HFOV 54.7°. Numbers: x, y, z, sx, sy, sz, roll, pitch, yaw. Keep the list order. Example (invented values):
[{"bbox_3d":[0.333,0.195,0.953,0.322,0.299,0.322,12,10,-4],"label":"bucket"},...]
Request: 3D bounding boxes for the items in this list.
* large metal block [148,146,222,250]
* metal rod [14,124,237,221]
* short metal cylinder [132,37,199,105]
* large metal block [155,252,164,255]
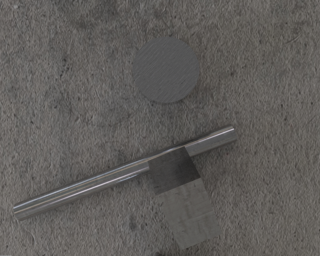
[{"bbox_3d":[0.027,0.080,0.371,0.050,0.080,0.080,-22,112,0],"label":"large metal block"},{"bbox_3d":[-0.044,0.058,0.409,0.301,0.025,0.025,-20,90,0],"label":"metal rod"},{"bbox_3d":[0.007,-0.070,0.398,0.081,0.050,0.080,0,90,0],"label":"short metal cylinder"},{"bbox_3d":[0.020,0.209,0.383,0.080,0.080,0.050,26,90,0],"label":"large metal block"}]
